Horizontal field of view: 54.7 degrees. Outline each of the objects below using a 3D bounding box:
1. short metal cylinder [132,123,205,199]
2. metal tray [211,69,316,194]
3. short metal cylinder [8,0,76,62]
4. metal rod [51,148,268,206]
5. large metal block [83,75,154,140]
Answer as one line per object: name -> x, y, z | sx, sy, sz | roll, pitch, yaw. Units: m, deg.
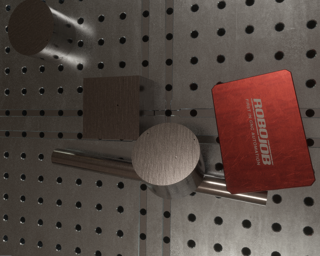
short metal cylinder -> 0.012, 0.040, 0.377 | 0.080, 0.050, 0.080 | -7, 58, 11
metal tray -> 0.115, 0.006, 0.355 | 0.090, 0.030, 0.129 | -11, 74, 19
short metal cylinder -> -0.174, -0.142, 0.459 | 0.080, 0.050, 0.079 | 0, 90, 19
metal rod -> -0.014, 0.061, 0.416 | 0.301, 0.025, 0.025 | 8, 93, 19
large metal block -> -0.055, -0.026, 0.418 | 0.080, 0.050, 0.079 | 1, 90, 19
